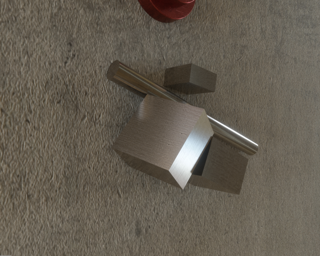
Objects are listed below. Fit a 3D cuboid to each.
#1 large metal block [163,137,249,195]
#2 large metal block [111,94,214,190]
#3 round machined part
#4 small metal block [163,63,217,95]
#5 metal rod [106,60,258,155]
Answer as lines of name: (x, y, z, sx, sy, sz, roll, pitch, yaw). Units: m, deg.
large metal block: (0.058, 0.049, 0.420, 0.080, 0.080, 0.050, 30, 71, -36)
large metal block: (0.005, 0.014, 0.364, 0.080, 0.080, 0.050, -58, 145, -21)
round machined part: (0.015, -0.193, 0.408, 0.099, 0.042, 0.097, 0, 90, -40)
small metal block: (0.041, -0.066, 0.425, 0.050, 0.050, 0.025, 13, 82, -40)
metal rod: (0.053, -0.016, 0.451, 0.301, 0.025, 0.025, 26, 74, -37)
